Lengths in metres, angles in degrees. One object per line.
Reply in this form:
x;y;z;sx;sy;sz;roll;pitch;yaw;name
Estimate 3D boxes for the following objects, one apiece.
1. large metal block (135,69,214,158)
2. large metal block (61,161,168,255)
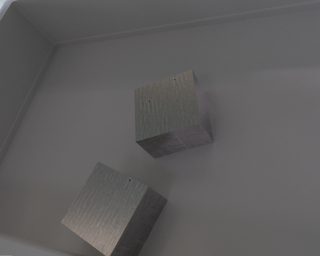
0.016;-0.016;0.391;0.080;0.050;0.080;-17;55;18;large metal block
-0.052;0.096;0.358;0.080;0.050;0.080;19;72;35;large metal block
